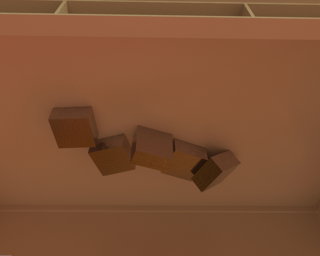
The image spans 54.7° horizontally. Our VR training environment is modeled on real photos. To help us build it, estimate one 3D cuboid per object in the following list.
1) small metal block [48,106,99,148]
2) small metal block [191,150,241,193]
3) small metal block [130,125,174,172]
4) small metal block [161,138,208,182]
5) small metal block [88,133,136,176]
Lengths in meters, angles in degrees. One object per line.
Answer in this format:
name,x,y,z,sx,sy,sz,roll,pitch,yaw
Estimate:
small metal block,-0.112,-0.001,0.407,0.050,0.025,0.050,-2,130,1
small metal block,0.080,0.062,0.445,0.050,0.025,0.050,-12,146,-47
small metal block,-0.011,0.027,0.415,0.050,0.050,0.025,15,128,-13
small metal block,0.034,0.047,0.449,0.050,0.025,0.050,18,128,-15
small metal block,-0.066,0.039,0.441,0.050,0.025,0.050,-13,129,11
